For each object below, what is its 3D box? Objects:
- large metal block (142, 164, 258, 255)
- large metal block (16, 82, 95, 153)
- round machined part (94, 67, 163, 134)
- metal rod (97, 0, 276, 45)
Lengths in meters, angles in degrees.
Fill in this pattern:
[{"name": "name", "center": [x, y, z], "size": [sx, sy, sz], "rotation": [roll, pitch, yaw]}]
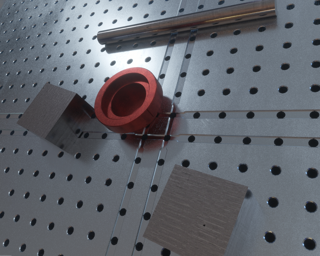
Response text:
[{"name": "large metal block", "center": [0.043, 0.092, 0.313], "size": [0.080, 0.050, 0.080], "rotation": [14, 69, 33]}, {"name": "large metal block", "center": [-0.163, -0.018, 0.489], "size": [0.080, 0.050, 0.080], "rotation": [20, 72, 35]}, {"name": "round machined part", "center": [-0.040, -0.035, 0.440], "size": [0.098, 0.042, 0.098], "rotation": [-13, 56, 21]}, {"name": "metal rod", "center": [0.026, -0.166, 0.496], "size": [0.300, 0.025, 0.025], "rotation": [-1, 61, 27]}]
